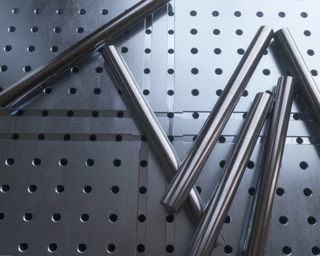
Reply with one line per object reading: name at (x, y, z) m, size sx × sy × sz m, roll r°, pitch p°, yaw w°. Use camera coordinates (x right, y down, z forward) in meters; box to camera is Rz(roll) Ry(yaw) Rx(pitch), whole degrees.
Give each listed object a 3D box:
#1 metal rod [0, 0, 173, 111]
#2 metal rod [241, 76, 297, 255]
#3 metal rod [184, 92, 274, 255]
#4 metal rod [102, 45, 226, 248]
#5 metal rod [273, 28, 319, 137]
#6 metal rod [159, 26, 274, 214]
metal rod at (-0.102, -0.123, 0.456) m, size 0.301 × 0.025 × 0.025 m, roll -38°, pitch 75°, yaw -13°
metal rod at (0.134, 0.068, 0.387) m, size 0.025 × 0.025 × 0.300 m, roll 17°, pitch 71°, yaw 6°
metal rod at (0.075, 0.075, 0.363) m, size 0.025 × 0.025 × 0.300 m, roll 26°, pitch 64°, yaw 9°
metal rod at (-0.004, 0.013, 0.406) m, size 0.025 × 0.025 × 0.299 m, roll -26°, pitch 72°, yaw -9°
metal rod at (0.220, -0.007, 0.415) m, size 0.025 × 0.025 × 0.299 m, roll -15°, pitch 71°, yaw -5°
metal rod at (0.085, -0.027, 0.406) m, size 0.025 × 0.025 × 0.300 m, roll 28°, pitch 66°, yaw 10°
